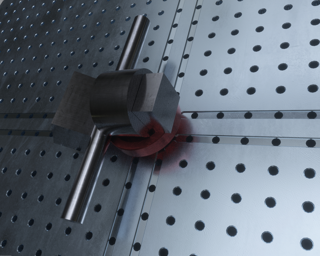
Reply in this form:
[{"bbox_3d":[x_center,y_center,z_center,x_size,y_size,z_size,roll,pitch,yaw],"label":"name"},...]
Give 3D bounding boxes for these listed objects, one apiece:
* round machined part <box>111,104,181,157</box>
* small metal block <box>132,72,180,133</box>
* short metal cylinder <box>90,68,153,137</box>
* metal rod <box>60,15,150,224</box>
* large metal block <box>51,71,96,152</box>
[{"bbox_3d":[-0.017,-0.007,0.408,0.098,0.042,0.098,-13,56,20],"label":"round machined part"},{"bbox_3d":[-0.003,-0.028,0.355,0.025,0.050,0.050,1,63,28],"label":"small metal block"},{"bbox_3d":[-0.038,-0.029,0.371,0.050,0.080,0.080,1,62,28],"label":"short metal cylinder"},{"bbox_3d":[-0.062,-0.029,0.404,0.025,0.025,0.300,1,62,28],"label":"metal rod"},{"bbox_3d":[-0.110,-0.019,0.433,0.050,0.080,0.080,19,65,-9],"label":"large metal block"}]
